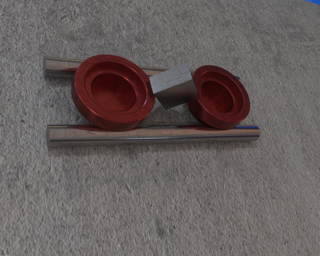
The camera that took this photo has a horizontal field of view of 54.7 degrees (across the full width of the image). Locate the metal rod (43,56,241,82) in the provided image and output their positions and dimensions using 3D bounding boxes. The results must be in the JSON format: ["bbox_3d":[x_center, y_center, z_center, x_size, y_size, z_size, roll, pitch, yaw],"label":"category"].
[{"bbox_3d":[-0.007,-0.075,0.446,0.303,0.025,0.025,0,62,-28],"label":"metal rod"}]

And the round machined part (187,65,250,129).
[{"bbox_3d":[0.079,-0.041,0.455,0.099,0.042,0.098,14,56,-21],"label":"round machined part"}]

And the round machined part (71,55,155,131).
[{"bbox_3d":[-0.059,-0.039,0.380,0.099,0.042,0.098,14,56,-21],"label":"round machined part"}]

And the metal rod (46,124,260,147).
[{"bbox_3d":[0.012,0.008,0.406,0.303,0.025,0.025,0,62,-28],"label":"metal rod"}]

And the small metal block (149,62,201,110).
[{"bbox_3d":[0.020,-0.052,0.398,0.050,0.050,0.025,-20,64,11],"label":"small metal block"}]
